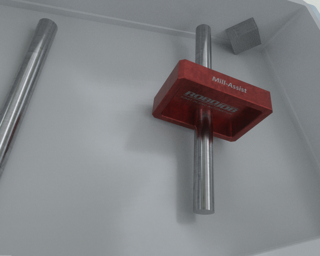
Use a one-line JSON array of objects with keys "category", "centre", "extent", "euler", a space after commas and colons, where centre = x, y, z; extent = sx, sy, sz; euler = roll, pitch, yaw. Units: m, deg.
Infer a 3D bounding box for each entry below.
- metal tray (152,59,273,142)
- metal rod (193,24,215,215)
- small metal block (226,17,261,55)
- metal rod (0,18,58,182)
[{"category": "metal tray", "centre": [0.066, -0.030, 0.406], "extent": [0.131, 0.090, 0.030], "euler": [17, 55, -16]}, {"category": "metal rod", "centre": [0.061, -0.031, 0.435], "extent": [0.025, 0.025, 0.299], "euler": [16, 58, -20]}, {"category": "small metal block", "centre": [0.152, -0.165, 0.562], "extent": [0.050, 0.050, 0.025], "euler": [38, 34, -60]}, {"category": "metal rod", "centre": [-0.158, -0.009, 0.326], "extent": [0.025, 0.025, 0.300], "euler": [18, 55, -19]}]
